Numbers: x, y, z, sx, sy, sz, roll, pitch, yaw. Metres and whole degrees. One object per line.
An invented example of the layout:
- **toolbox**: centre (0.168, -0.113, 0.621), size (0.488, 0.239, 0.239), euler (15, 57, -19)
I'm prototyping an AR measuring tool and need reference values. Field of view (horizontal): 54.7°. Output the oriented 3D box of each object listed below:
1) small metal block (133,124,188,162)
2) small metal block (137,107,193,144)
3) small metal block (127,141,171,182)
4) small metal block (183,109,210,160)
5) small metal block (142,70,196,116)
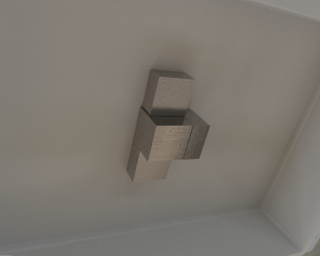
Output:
- **small metal block**: centre (0.000, 0.018, 0.401), size (0.050, 0.050, 0.025), euler (0, 119, -28)
- **small metal block**: centre (0.005, -0.004, 0.390), size (0.050, 0.050, 0.025), euler (0, 119, -28)
- **small metal block**: centre (-0.014, 0.045, 0.426), size (0.050, 0.025, 0.050), euler (0, 119, -28)
- **small metal block**: centre (0.036, 0.007, 0.414), size (0.025, 0.050, 0.050), euler (0, 119, -28)
- **small metal block**: centre (0.011, -0.043, 0.385), size (0.050, 0.025, 0.050), euler (0, 119, -28)
